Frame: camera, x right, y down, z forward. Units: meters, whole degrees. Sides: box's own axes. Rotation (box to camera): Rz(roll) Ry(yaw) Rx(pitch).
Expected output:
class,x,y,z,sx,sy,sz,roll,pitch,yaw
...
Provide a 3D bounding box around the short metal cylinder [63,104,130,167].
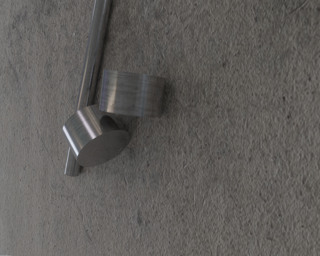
class,x,y,z,sx,sy,sz,roll,pitch,yaw
short metal cylinder,-0.091,0.011,0.444,0.080,0.081,0.050,-50,61,28

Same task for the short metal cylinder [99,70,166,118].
class,x,y,z,sx,sy,sz,roll,pitch,yaw
short metal cylinder,-0.035,-0.044,0.398,0.080,0.081,0.050,13,98,39

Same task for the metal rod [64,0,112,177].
class,x,y,z,sx,sy,sz,roll,pitch,yaw
metal rod,-0.117,-0.065,0.501,0.025,0.025,0.298,21,103,38
